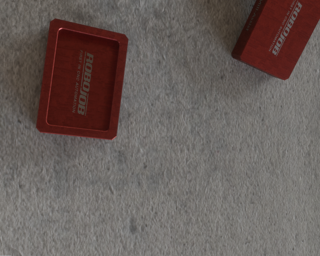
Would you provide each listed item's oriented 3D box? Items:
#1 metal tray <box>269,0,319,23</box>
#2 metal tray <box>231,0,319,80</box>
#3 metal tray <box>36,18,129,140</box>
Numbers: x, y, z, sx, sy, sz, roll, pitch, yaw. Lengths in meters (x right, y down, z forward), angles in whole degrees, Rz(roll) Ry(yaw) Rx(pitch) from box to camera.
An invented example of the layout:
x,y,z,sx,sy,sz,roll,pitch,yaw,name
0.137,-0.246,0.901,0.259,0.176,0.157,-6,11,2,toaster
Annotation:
x,y,z,sx,sy,sz,roll,pitch,yaw,name
0.197,-0.238,0.461,0.090,0.030,0.130,-34,112,-7,metal tray
0.173,-0.146,0.449,0.091,0.030,0.129,19,103,-20,metal tray
-0.092,-0.054,0.372,0.091,0.030,0.129,7,88,-20,metal tray
